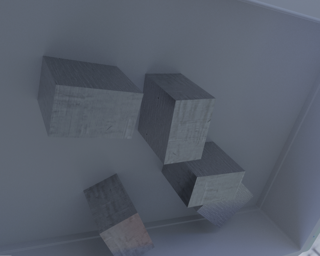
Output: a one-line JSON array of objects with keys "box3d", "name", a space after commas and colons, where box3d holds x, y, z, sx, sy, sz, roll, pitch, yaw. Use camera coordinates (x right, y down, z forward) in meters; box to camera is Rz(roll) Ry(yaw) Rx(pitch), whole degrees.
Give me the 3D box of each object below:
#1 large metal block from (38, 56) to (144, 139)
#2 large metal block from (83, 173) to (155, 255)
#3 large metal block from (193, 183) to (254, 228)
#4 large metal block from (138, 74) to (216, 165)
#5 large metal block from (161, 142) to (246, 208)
[{"box3d": [-0.074, -0.031, 0.314, 0.081, 0.080, 0.050, 2, 117, -30], "name": "large metal block"}, {"box3d": [-0.056, 0.123, 0.420, 0.050, 0.080, 0.080, -27, 128, -12], "name": "large metal block"}, {"box3d": [0.096, 0.109, 0.515, 0.080, 0.050, 0.080, -44, 130, 2], "name": "large metal block"}, {"box3d": [0.016, -0.014, 0.374, 0.050, 0.080, 0.079, -5, 121, -26], "name": "large metal block"}, {"box3d": [0.060, 0.063, 0.447, 0.081, 0.080, 0.050, -2, 119, -28], "name": "large metal block"}]
